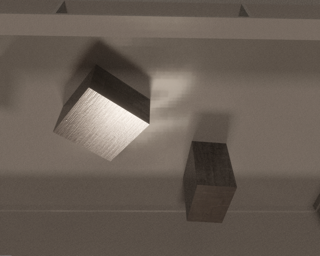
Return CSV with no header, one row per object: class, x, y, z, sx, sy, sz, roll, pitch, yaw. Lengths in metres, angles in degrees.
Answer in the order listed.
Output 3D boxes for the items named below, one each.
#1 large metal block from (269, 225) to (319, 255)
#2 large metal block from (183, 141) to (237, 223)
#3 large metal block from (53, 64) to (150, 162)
large metal block,0.278,0.241,0.605,0.080,0.050,0.079,21,127,-17
large metal block,0.066,0.076,0.439,0.050,0.080,0.079,5,130,-4
large metal block,-0.069,-0.016,0.378,0.080,0.050,0.080,32,123,-25
